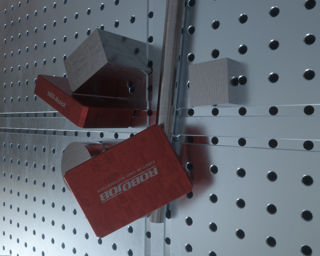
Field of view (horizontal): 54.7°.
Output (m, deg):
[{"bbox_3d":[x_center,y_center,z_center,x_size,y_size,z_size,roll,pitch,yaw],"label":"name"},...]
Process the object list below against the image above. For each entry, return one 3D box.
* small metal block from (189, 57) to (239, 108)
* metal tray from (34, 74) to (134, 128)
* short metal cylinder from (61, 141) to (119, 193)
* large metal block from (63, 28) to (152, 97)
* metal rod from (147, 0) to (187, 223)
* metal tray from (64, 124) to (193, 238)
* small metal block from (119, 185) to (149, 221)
[{"bbox_3d":[0.062,-0.050,0.358,0.050,0.025,0.050,-3,88,40],"label":"small metal block"},{"bbox_3d":[-0.113,-0.040,0.460,0.130,0.091,0.030,31,110,35],"label":"metal tray"},{"bbox_3d":[-0.110,0.060,0.484,0.080,0.050,0.080,0,90,40],"label":"short metal cylinder"},{"bbox_3d":[-0.073,-0.086,0.434,0.080,0.081,0.050,-30,71,36],"label":"large metal block"},{"bbox_3d":[0.009,-0.026,0.402,0.025,0.025,0.298,9,96,39],"label":"metal rod"},{"bbox_3d":[-0.037,0.063,0.379,0.130,0.030,0.090,-28,90,3],"label":"metal tray"},{"bbox_3d":[-0.035,0.096,0.422,0.025,0.050,0.050,7,94,40],"label":"small metal block"}]
